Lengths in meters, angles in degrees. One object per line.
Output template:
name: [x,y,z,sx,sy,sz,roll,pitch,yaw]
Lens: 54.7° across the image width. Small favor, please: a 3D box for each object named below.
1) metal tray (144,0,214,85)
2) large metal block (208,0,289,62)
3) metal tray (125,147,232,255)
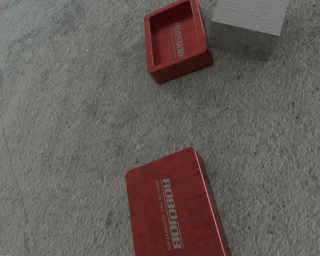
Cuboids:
metal tray: [0.025,-0.136,0.471,0.090,0.030,0.130,-17,55,18]
large metal block: [0.113,-0.141,0.398,0.080,0.050,0.080,17,69,10]
metal tray: [0.015,0.095,0.335,0.090,0.030,0.130,-23,53,14]
